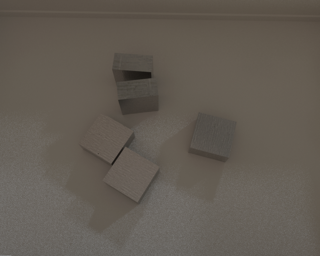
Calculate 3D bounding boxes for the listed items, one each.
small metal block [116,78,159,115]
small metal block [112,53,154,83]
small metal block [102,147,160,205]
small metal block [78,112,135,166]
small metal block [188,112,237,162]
[{"bbox_3d":[-0.029,-0.041,0.411,0.050,0.050,0.025,-7,71,-3],"label":"small metal block"},{"bbox_3d":[-0.035,-0.077,0.424,0.050,0.050,0.025,4,70,1],"label":"small metal block"},{"bbox_3d":[-0.035,0.060,0.387,0.050,0.025,0.050,30,72,10],"label":"small metal block"},{"bbox_3d":[-0.068,0.016,0.403,0.050,0.025,0.050,30,72,10],"label":"small metal block"},{"bbox_3d":[0.068,0.012,0.406,0.050,0.025,0.050,15,71,5],"label":"small metal block"}]
